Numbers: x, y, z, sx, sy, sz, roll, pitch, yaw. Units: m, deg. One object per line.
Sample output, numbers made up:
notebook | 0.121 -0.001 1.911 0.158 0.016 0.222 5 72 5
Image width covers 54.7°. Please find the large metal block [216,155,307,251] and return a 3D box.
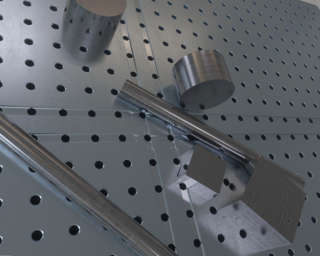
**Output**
large metal block | 0.134 0.097 0.405 0.080 0.050 0.080 41 51 -1

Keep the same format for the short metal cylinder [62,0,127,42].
short metal cylinder | -0.095 -0.172 0.446 0.081 0.050 0.080 14 56 -21

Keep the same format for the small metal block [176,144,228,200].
small metal block | 0.055 0.057 0.403 0.050 0.025 0.050 31 52 -8

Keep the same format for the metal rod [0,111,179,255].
metal rod | -0.062 0.083 0.323 0.300 0.025 0.025 39 51 -2

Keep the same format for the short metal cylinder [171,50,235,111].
short metal cylinder | 0.061 -0.067 0.447 0.081 0.080 0.050 1 61 -28

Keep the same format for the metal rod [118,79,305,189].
metal rod | 0.080 0.016 0.441 0.301 0.025 0.025 28 52 -10
